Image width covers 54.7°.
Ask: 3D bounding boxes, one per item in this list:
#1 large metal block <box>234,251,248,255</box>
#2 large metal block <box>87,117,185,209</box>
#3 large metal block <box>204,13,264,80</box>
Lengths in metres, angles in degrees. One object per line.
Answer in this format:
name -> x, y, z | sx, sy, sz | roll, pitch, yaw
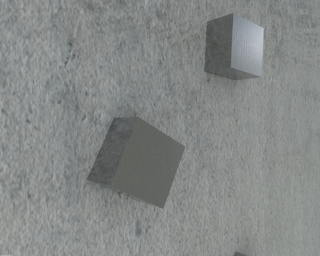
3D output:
large metal block -> 0.155, 0.268, 0.522 | 0.080, 0.050, 0.080 | 41, 65, -33
large metal block -> -0.026, 0.041, 0.369 | 0.080, 0.050, 0.080 | 33, 69, -35
large metal block -> 0.118, -0.124, 0.490 | 0.081, 0.050, 0.080 | 5, 87, -40
